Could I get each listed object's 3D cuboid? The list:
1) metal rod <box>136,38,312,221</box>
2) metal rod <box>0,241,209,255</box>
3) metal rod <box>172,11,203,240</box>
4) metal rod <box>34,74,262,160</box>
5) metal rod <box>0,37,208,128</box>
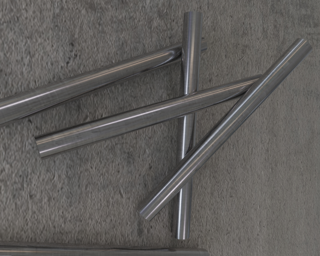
[{"bbox_3d":[0.083,0.001,0.396,0.300,0.025,0.025,-46,121,-2],"label":"metal rod"},{"bbox_3d":[-0.048,0.151,0.364,0.302,0.025,0.025,20,78,-38],"label":"metal rod"},{"bbox_3d":[0.036,0.001,0.415,0.025,0.025,0.298,-2,97,-40],"label":"metal rod"},{"bbox_3d":[0.010,-0.021,0.369,0.302,0.025,0.025,-18,102,-25],"label":"metal rod"},{"bbox_3d":[-0.048,-0.065,0.364,0.302,0.025,0.025,-28,108,-36],"label":"metal rod"}]
